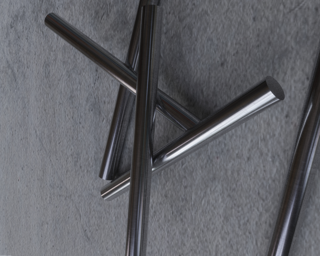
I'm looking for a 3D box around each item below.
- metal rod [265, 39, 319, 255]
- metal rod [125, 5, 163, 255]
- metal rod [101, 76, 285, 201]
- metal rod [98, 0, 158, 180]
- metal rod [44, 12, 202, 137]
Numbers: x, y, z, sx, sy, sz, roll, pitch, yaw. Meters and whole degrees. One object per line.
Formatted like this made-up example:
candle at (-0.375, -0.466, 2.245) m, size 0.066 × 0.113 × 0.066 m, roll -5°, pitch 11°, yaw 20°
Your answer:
metal rod at (0.131, 0.057, 0.296) m, size 0.025 × 0.025 × 0.298 m, roll 17°, pitch 101°, yaw 38°
metal rod at (-0.019, 0.008, 0.365) m, size 0.025 × 0.025 × 0.298 m, roll 4°, pitch 90°, yaw 39°
metal rod at (0.011, 0.032, 0.368) m, size 0.299 × 0.025 × 0.025 m, roll -37°, pitch 68°, yaw 42°
metal rod at (-0.043, -0.067, 0.437) m, size 0.025 × 0.025 × 0.298 m, roll 24°, pitch 105°, yaw 37°
metal rod at (-0.054, -0.076, 0.413) m, size 0.300 × 0.025 × 0.025 m, roll 38°, pitch 114°, yaw 21°
